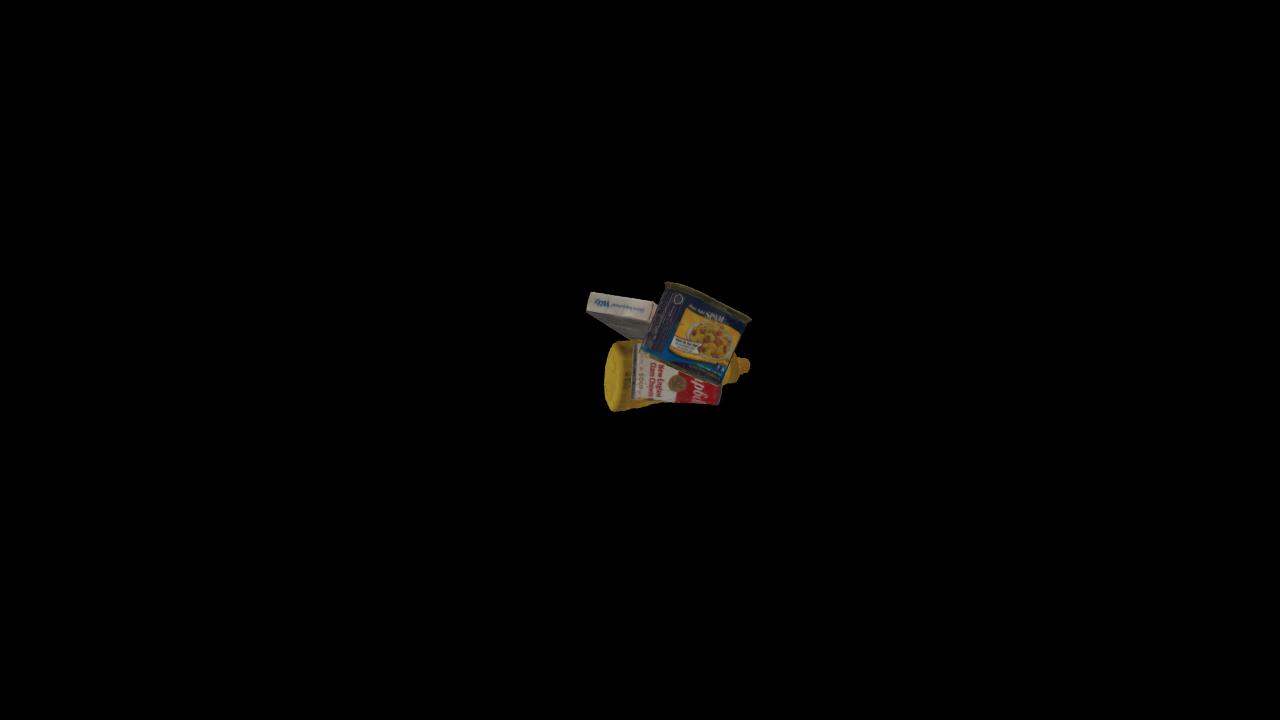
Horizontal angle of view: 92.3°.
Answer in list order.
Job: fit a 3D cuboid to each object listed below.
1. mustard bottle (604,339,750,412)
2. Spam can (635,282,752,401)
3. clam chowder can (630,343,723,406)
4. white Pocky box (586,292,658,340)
[{"bbox_3d":[0.051,0.014,0.747,0.184,0.092,0.054,-5,33,-21],"label":"mustard bottle"},{"bbox_3d":[0.059,-0.026,0.671,0.101,0.085,0.058,23,0,-27],"label":"Spam can"},{"bbox_3d":[0.041,0.015,0.707,0.102,0.068,0.068,4,0,-1],"label":"clam chowder can"},{"bbox_3d":[0.001,-0.046,0.770,0.084,0.028,0.154,10,-7,22],"label":"white Pocky box"}]
